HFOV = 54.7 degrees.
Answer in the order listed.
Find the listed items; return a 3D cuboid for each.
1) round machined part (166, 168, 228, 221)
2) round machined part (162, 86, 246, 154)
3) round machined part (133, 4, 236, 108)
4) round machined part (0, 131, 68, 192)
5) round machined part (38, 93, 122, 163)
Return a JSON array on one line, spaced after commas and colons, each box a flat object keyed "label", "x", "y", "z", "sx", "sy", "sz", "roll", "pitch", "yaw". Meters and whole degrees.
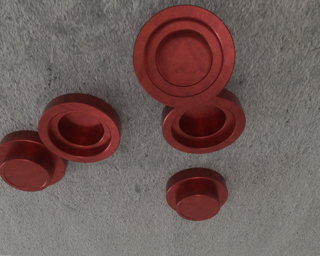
[{"label": "round machined part", "x": 0.059, "y": 0.111, "z": 0.491, "sx": 0.099, "sy": 0.042, "sz": 0.097, "roll": 0, "pitch": 130, "yaw": 0}, {"label": "round machined part", "x": 0.051, "y": -0.015, "z": 0.379, "sx": 0.099, "sy": 0.042, "sz": 0.097, "roll": -2, "pitch": 137, "yaw": -2}, {"label": "round machined part", "x": 0.025, "y": -0.071, "z": 0.317, "sx": 0.098, "sy": 0.042, "sz": 0.097, "roll": 1, "pitch": 98, "yaw": 8}, {"label": "round machined part", "x": -0.184, "y": 0.053, "z": 0.440, "sx": 0.099, "sy": 0.042, "sz": 0.097, "roll": 0, "pitch": 130, "yaw": 0}, {"label": "round machined part", "x": -0.097, "y": -0.004, "z": 0.391, "sx": 0.099, "sy": 0.042, "sz": 0.097, "roll": 0, "pitch": 130, "yaw": 0}]
